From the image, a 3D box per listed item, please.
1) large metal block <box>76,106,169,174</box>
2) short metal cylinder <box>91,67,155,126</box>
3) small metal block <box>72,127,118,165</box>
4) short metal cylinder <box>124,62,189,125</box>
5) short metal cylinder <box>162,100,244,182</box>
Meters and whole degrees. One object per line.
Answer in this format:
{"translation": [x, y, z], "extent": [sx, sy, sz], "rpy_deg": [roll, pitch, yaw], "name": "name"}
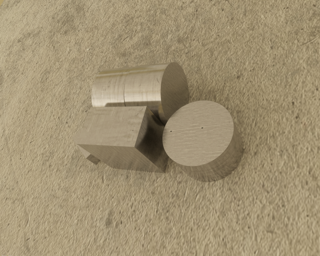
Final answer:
{"translation": [-0.039, 0.016, 0.382], "extent": [0.080, 0.080, 0.050], "rpy_deg": [1, 62, 28], "name": "large metal block"}
{"translation": [-0.047, -0.042, 0.421], "extent": [0.050, 0.080, 0.080], "rpy_deg": [1, 62, 29], "name": "short metal cylinder"}
{"translation": [-0.091, 0.016, 0.444], "extent": [0.050, 0.025, 0.050], "rpy_deg": [-44, 51, -3], "name": "small metal block"}
{"translation": [-0.002, -0.042, 0.398], "extent": [0.050, 0.080, 0.080], "rpy_deg": [1, 62, 29], "name": "short metal cylinder"}
{"translation": [0.050, 0.016, 0.353], "extent": [0.080, 0.050, 0.080], "rpy_deg": [-13, 56, 21], "name": "short metal cylinder"}
